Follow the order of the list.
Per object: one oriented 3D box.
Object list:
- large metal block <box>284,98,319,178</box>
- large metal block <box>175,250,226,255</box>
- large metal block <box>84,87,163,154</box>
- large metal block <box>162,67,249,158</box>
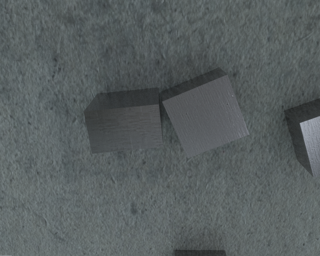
[{"bbox_3d":[0.219,0.006,0.402,0.080,0.050,0.080,-20,109,7],"label":"large metal block"},{"bbox_3d":[0.063,0.242,0.487,0.081,0.050,0.079,1,110,-1],"label":"large metal block"},{"bbox_3d":[-0.039,-0.012,0.376,0.080,0.080,0.050,-6,110,1],"label":"large metal block"},{"bbox_3d":[0.055,-0.020,0.390,0.080,0.050,0.080,-22,109,7],"label":"large metal block"}]
